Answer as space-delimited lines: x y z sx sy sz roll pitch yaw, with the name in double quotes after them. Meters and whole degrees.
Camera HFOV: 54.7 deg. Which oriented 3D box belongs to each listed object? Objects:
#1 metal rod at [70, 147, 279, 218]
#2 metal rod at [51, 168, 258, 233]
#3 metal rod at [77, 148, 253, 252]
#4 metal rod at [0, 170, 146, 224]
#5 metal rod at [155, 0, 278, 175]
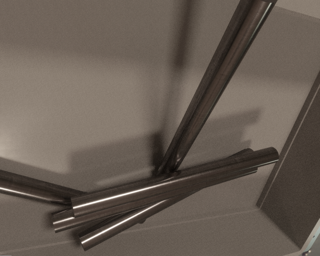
0.035 0.068 0.421 0.303 0.025 0.025 -11 123 -21 "metal rod"
0.008 0.087 0.432 0.303 0.025 0.025 -12 124 -22 "metal rod"
0.026 0.097 0.463 0.302 0.025 0.025 -22 127 -24 "metal rod"
-0.135 0.082 0.386 0.301 0.025 0.025 26 104 -38 "metal rod"
0.041 -0.013 0.346 0.025 0.025 0.298 -10 148 -24 "metal rod"
